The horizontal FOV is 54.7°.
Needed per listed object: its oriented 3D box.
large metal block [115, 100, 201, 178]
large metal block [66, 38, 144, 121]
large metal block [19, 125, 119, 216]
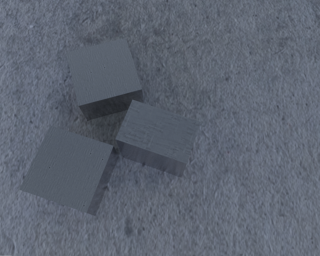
[{"bbox_3d":[-0.002,0.016,0.373,0.080,0.080,0.050,19,71,6],"label":"large metal block"},{"bbox_3d":[-0.072,-0.065,0.418,0.081,0.050,0.080,-16,71,-6],"label":"large metal block"},{"bbox_3d":[-0.105,0.053,0.374,0.080,0.050,0.080,17,71,6],"label":"large metal block"}]
